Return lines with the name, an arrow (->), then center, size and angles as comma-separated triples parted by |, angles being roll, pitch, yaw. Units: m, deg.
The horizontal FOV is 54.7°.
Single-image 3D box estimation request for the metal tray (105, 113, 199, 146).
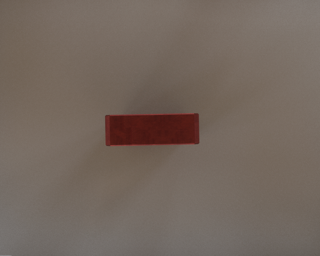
metal tray -> -0.008, 0.001, 0.359 | 0.091, 0.130, 0.030 | -1, 90, 0
